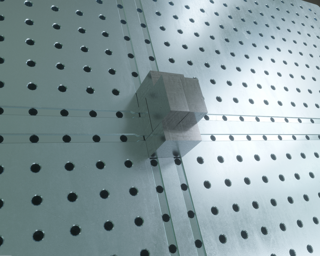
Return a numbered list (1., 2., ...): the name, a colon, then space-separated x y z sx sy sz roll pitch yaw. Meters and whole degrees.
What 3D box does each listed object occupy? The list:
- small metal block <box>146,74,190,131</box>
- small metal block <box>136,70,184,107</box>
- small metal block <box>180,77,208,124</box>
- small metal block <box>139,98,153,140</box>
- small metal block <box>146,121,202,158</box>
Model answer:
1. small metal block: 0.008 -0.030 0.381 0.025 0.050 0.050 2 61 -28
2. small metal block: 0.002 -0.051 0.422 0.050 0.050 0.025 2 61 -27
3. small metal block: 0.031 -0.029 0.394 0.025 0.050 0.050 1 61 -26
4. small metal block: 0.003 -0.012 0.416 0.050 0.025 0.050 1 61 -26
5. small metal block: 0.016 0.015 0.390 0.050 0.050 0.025 1 61 -27
